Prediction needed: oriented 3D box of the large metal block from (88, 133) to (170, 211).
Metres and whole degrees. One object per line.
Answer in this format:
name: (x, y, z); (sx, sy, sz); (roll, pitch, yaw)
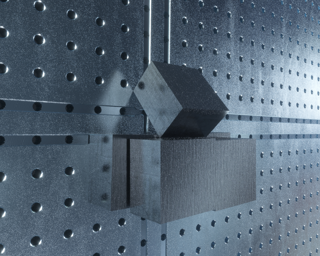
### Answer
large metal block: (-0.035, 0.047, 0.366); (0.081, 0.050, 0.079); (2, 89, -40)

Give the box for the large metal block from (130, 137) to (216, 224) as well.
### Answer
large metal block: (0.015, 0.051, 0.339); (0.081, 0.050, 0.079); (0, 90, -40)

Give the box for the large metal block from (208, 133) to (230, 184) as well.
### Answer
large metal block: (0.055, 0.047, 0.441); (0.081, 0.050, 0.079); (-1, 91, -40)

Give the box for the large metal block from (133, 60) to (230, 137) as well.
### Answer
large metal block: (0.026, -0.034, 0.390); (0.081, 0.050, 0.080); (0, 48, -40)

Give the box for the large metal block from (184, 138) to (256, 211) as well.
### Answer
large metal block: (0.077, 0.053, 0.392); (0.081, 0.050, 0.079); (0, 90, -40)
